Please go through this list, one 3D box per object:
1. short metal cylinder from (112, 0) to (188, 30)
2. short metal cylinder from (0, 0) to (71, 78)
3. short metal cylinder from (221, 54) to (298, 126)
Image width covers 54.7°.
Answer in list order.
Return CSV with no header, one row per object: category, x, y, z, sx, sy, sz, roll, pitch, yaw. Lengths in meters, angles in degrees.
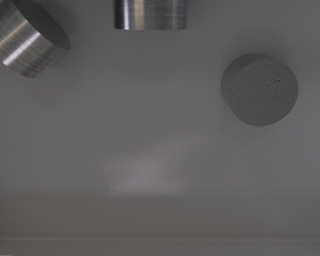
short metal cylinder,-0.011,-0.133,0.333,0.081,0.080,0.050,0,110,0
short metal cylinder,-0.147,-0.102,0.343,0.050,0.080,0.080,-38,106,13
short metal cylinder,0.119,-0.048,0.381,0.081,0.050,0.079,0,110,0
